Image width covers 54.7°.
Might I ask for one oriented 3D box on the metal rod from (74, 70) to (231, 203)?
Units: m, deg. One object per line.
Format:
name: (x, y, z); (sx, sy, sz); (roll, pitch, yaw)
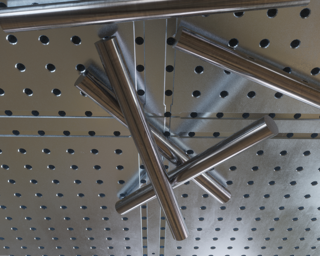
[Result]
metal rod: (0.007, 0.027, 0.434); (0.025, 0.025, 0.300); (-34, 123, 25)

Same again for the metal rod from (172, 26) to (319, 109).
metal rod: (0.156, -0.051, 0.370); (0.302, 0.025, 0.025); (18, 128, -16)

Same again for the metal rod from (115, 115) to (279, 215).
metal rod: (0.029, 0.066, 0.434); (0.025, 0.025, 0.299); (32, 133, -25)

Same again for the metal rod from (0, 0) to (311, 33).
metal rod: (-0.008, -0.121, 0.308); (0.302, 0.025, 0.025); (-4, 130, 3)

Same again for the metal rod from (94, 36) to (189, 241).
metal rod: (-0.014, 0.032, 0.397); (0.025, 0.025, 0.298); (-14, 116, 11)
